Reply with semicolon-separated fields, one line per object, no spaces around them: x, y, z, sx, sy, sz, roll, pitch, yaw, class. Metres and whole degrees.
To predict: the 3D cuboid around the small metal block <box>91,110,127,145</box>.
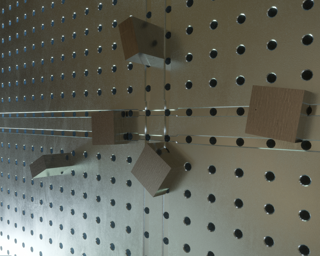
-0.078;0.000;0.471;0.050;0.025;0.050;-4;88;39;small metal block

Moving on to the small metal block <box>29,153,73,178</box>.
-0.193;0.067;0.549;0.050;0.050;0.025;-31;71;35;small metal block

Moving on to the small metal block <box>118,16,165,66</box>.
-0.024;-0.114;0.411;0.025;0.050;0.050;-20;78;38;small metal block

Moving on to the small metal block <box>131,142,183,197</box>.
-0.005;0.055;0.412;0.050;0.025;0.050;43;116;31;small metal block

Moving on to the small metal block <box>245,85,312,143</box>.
0.118;-0.015;0.311;0.050;0.025;0.050;13;98;39;small metal block
